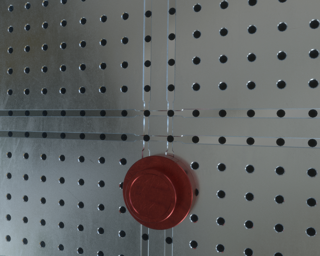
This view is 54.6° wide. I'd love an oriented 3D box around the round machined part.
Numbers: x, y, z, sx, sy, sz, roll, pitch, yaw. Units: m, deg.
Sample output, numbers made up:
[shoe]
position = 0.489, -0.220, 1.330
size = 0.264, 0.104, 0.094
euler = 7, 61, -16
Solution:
[round machined part]
position = -0.005, 0.085, 0.406
size = 0.098, 0.042, 0.097
euler = 0, 90, 20
